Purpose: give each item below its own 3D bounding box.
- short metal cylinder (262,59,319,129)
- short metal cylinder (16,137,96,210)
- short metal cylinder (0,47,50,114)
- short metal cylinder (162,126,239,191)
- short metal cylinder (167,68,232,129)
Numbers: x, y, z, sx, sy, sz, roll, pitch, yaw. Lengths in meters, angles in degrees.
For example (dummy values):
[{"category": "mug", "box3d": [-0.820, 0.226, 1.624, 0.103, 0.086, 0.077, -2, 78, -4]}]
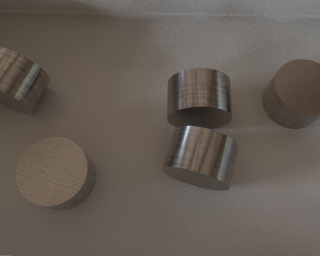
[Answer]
[{"category": "short metal cylinder", "box3d": [0.185, -0.044, 0.415, 0.081, 0.050, 0.080, 0, 70, 0]}, {"category": "short metal cylinder", "box3d": [-0.123, 0.056, 0.374, 0.081, 0.050, 0.080, 0, 70, 0]}, {"category": "short metal cylinder", "box3d": [-0.192, -0.060, 0.400, 0.080, 0.080, 0.050, 20, 71, 7]}, {"category": "short metal cylinder", "box3d": [0.048, 0.037, 0.367, 0.080, 0.080, 0.050, 17, 71, 5]}, {"category": "short metal cylinder", "box3d": [0.050, -0.034, 0.394, 0.081, 0.080, 0.050, 1, 70, 0]}]
